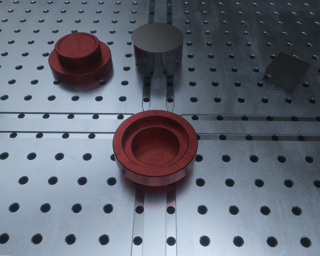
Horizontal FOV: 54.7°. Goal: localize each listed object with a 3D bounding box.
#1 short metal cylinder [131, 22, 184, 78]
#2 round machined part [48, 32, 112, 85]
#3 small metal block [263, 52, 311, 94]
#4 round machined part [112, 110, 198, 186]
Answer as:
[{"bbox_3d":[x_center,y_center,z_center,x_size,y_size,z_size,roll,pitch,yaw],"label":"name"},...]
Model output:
[{"bbox_3d":[-0.004,-0.125,0.496,0.080,0.050,0.080,0,50,0],"label":"short metal cylinder"},{"bbox_3d":[-0.127,-0.116,0.493,0.099,0.042,0.098,0,50,0],"label":"round machined part"},{"bbox_3d":[0.197,-0.087,0.482,0.050,0.025,0.050,31,57,23],"label":"small metal block"},{"bbox_3d":[-0.005,0.027,0.373,0.099,0.042,0.098,0,50,0],"label":"round machined part"}]
